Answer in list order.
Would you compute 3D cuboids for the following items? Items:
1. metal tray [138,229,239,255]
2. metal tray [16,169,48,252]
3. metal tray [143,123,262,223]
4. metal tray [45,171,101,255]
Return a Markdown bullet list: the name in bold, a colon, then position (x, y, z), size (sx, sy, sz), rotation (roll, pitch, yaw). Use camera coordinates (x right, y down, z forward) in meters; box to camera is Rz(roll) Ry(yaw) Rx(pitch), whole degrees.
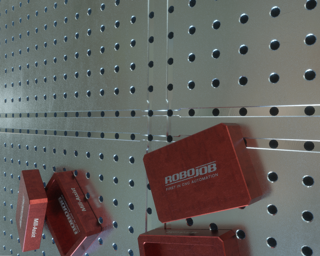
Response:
- **metal tray**: position (0.034, 0.173, 0.378), size (0.130, 0.030, 0.090), rotation (-15, 81, 39)
- **metal tray**: position (-0.244, 0.154, 0.584), size (0.090, 0.030, 0.129), rotation (48, 129, 45)
- **metal tray**: position (0.044, 0.057, 0.371), size (0.130, 0.030, 0.090), rotation (-25, 74, 37)
- **metal tray**: position (-0.162, 0.151, 0.541), size (0.090, 0.030, 0.130), rotation (-52, 60, 27)
